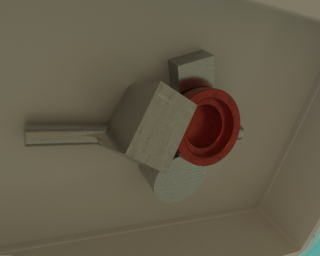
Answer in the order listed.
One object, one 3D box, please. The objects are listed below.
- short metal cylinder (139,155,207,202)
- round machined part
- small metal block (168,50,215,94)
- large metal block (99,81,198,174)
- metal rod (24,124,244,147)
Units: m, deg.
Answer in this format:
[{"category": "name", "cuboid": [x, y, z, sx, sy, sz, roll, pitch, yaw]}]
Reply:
[{"category": "short metal cylinder", "cuboid": [0.018, 0.057, 0.436, 0.081, 0.050, 0.079, -14, 125, -21]}, {"category": "round machined part", "cuboid": [0.052, -0.004, 0.399, 0.099, 0.042, 0.097, -7, 104, -27]}, {"category": "small metal block", "cuboid": [0.041, -0.065, 0.391, 0.050, 0.025, 0.050, -19, 126, -17]}, {"category": "large metal block", "cuboid": [-0.016, -0.002, 0.344, 0.050, 0.080, 0.080, 30, 79, -27]}, {"category": "metal rod", "cuboid": [-0.012, 0.007, 0.404, 0.303, 0.025, 0.025, 0, 119, -29]}]
